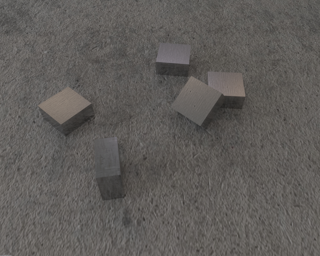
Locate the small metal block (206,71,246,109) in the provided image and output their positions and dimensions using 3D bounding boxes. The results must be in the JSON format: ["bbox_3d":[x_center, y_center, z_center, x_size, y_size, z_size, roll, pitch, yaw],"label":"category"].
[{"bbox_3d":[0.094,-0.055,0.450,0.050,0.025,0.050,3,50,2],"label":"small metal block"}]

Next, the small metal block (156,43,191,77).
[{"bbox_3d":[0.022,-0.110,0.495,0.050,0.025,0.050,5,50,4],"label":"small metal block"}]

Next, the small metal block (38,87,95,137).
[{"bbox_3d":[-0.127,-0.023,0.422,0.050,0.025,0.050,34,58,25],"label":"small metal block"}]

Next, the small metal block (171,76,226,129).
[{"bbox_3d":[0.052,-0.034,0.416,0.050,0.025,0.050,35,94,25],"label":"small metal block"}]

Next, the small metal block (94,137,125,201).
[{"bbox_3d":[-0.056,0.046,0.348,0.025,0.050,0.050,-7,51,-6],"label":"small metal block"}]
